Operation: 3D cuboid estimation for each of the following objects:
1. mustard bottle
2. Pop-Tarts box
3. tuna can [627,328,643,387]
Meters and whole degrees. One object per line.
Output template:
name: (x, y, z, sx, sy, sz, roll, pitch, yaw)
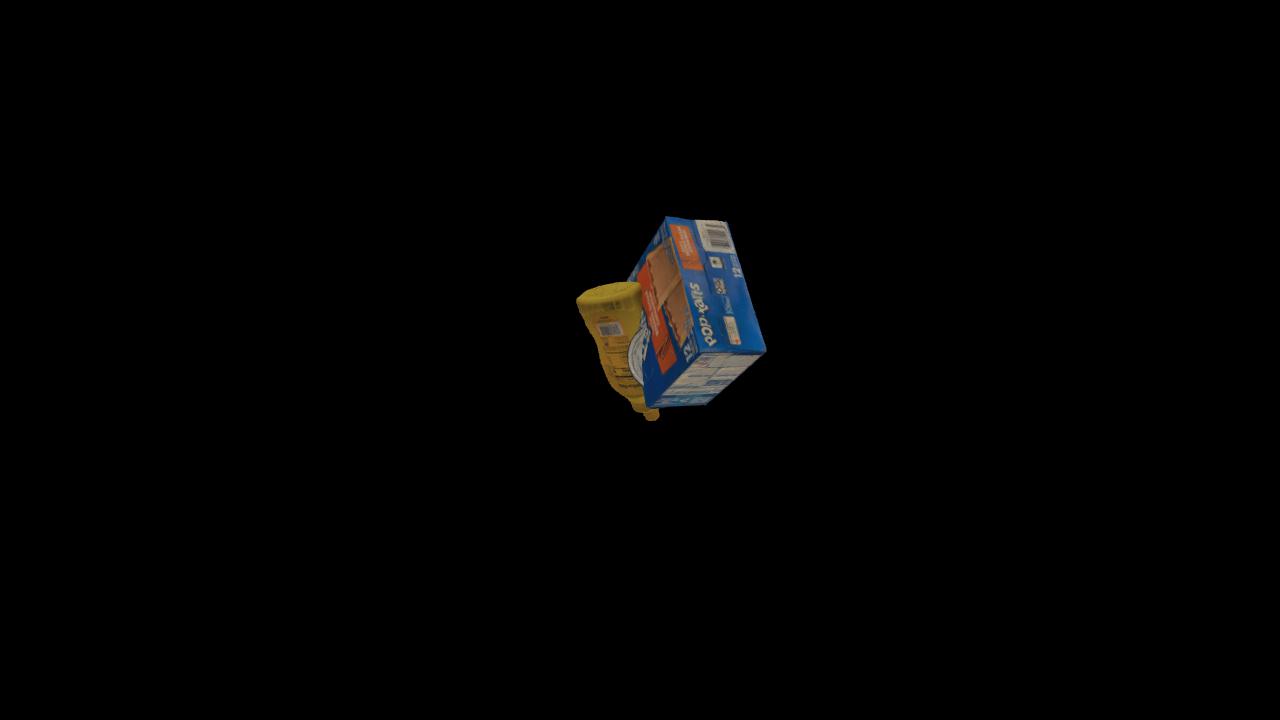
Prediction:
mustard bottle: (-0.010, -0.003, 0.761, 0.092, 0.184, 0.054, -6, 27, 27)
Pop-Tarts box: (0.052, -0.050, 0.690, 0.083, 0.167, 0.141, 1, -27, -24)
tuna can: (0.028, -0.004, 0.711, 0.084, 0.084, 0.034, 0, 2, 12)
